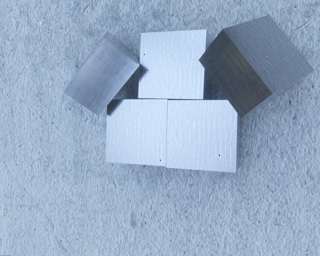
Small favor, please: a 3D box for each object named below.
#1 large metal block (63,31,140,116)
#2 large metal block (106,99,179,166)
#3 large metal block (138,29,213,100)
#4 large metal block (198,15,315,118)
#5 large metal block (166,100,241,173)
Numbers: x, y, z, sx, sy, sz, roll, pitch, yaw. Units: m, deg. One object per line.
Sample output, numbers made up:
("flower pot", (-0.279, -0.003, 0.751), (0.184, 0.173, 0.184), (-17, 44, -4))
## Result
("large metal block", (-0.073, -0.073, 0.398), (0.050, 0.080, 0.080), (36, 104, -19))
("large metal block", (-0.022, 0.004, 0.403), (0.080, 0.050, 0.079), (2, 91, 19))
("large metal block", (0.021, -0.075, 0.389), (0.080, 0.050, 0.079), (3, 91, 19))
("large metal block", (0.104, -0.069, 0.338), (0.080, 0.081, 0.050), (56, 147, 11))
("large metal block", (0.055, 0.008, 0.375), (0.080, 0.050, 0.079), (2, 91, 19))
